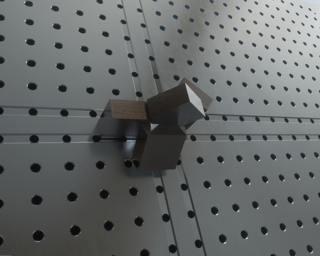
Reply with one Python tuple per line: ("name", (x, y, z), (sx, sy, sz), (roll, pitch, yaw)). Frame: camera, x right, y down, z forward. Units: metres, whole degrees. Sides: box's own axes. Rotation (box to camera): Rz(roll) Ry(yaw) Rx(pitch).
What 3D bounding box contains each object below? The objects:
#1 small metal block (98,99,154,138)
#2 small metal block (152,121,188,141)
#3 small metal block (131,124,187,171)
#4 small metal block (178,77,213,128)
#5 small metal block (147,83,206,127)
("small metal block", (-0.042, -0.010, 0.374), (0.050, 0.050, 0.025), (1, 62, -27))
("small metal block", (0.004, -0.003, 0.411), (0.050, 0.025, 0.050), (2, 61, -28))
("small metal block", (-0.002, 0.023, 0.373), (0.050, 0.050, 0.025), (1, 30, -27))
("small metal block", (0.037, -0.034, 0.432), (0.050, 0.050, 0.025), (37, 50, -4))
("small metal block", (0.020, -0.024, 0.372), (0.050, 0.050, 0.025), (34, 39, -56))
